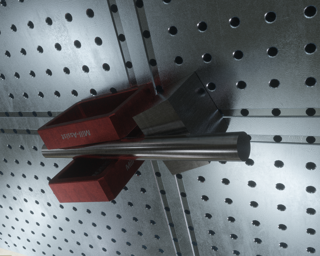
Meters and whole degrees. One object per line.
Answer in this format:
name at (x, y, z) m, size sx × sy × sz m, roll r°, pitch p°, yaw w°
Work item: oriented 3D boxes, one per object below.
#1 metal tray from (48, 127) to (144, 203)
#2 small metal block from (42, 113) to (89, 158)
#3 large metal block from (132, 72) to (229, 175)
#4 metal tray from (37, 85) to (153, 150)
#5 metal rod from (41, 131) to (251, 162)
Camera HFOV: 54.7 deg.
metal tray at (-0.068, 0.042, 0.403) m, size 0.090 × 0.131 × 0.030 m, roll -10°, pitch 114°, yaw 32°
small metal block at (-0.143, 0.011, 0.475) m, size 0.025 × 0.050 × 0.050 m, roll -8°, pitch 114°, yaw 31°
large metal block at (0.027, -0.006, 0.355) m, size 0.050 × 0.080 × 0.080 m, roll -25°, pitch 105°, yaw 36°
metal tray at (-0.081, -0.014, 0.401) m, size 0.130 × 0.090 × 0.030 m, roll -9°, pitch 115°, yaw 31°
metal rod at (-0.045, 0.024, 0.351) m, size 0.300 × 0.025 × 0.025 m, roll -4°, pitch 117°, yaw 40°
